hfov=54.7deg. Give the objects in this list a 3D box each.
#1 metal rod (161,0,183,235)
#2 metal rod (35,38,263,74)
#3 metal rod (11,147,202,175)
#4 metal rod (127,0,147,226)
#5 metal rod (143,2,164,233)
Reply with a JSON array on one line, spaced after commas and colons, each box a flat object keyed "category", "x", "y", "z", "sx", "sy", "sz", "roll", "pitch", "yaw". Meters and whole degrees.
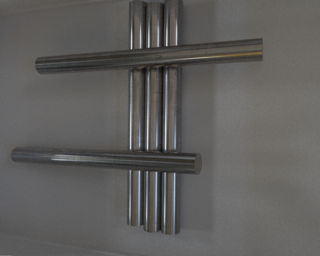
[{"category": "metal rod", "x": 0.016, "y": -0.014, "z": 0.403, "sx": 0.025, "sy": 0.025, "sz": 0.298, "roll": 1, "pitch": 90, "yaw": 20}, {"category": "metal rod", "x": -0.028, "y": -0.088, "z": 0.392, "sx": 0.301, "sy": 0.025, "sz": 0.025, "roll": 0, "pitch": 90, "yaw": 20}, {"category": "metal rod", "x": -0.090, "y": 0.042, "z": 0.422, "sx": 0.300, "sy": 0.025, "sz": 0.025, "roll": 0, "pitch": 90, "yaw": 27}, {"category": "metal rod", "x": -0.031, "y": -0.019, "z": 0.421, "sx": 0.025, "sy": 0.025, "sz": 0.298, "roll": 1, "pitch": 90, "yaw": 20}, {"category": "metal rod", "x": -0.008, "y": -0.014, "z": 0.412, "sx": 0.025, "sy": 0.025, "sz": 0.298, "roll": 1, "pitch": 90, "yaw": 20}]
